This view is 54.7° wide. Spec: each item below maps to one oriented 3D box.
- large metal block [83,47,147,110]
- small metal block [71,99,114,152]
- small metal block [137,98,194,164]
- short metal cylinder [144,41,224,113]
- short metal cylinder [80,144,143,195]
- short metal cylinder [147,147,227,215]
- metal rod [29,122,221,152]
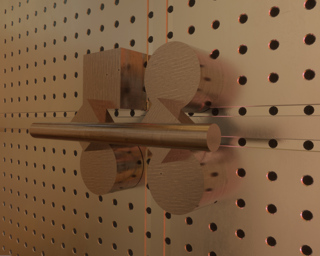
[{"bbox_3d":[-0.066,-0.066,0.447,0.080,0.050,0.079,2,91,40],"label":"large metal block"},{"bbox_3d":[-0.091,-0.004,0.420,0.050,0.025,0.050,-47,62,29],"label":"small metal block"},{"bbox_3d":[0.007,0.003,0.339,0.050,0.025,0.050,48,118,29],"label":"small metal block"},{"bbox_3d":[0.028,-0.058,0.370,0.080,0.050,0.080,0,90,40],"label":"short metal cylinder"},{"bbox_3d":[-0.071,0.053,0.451,0.080,0.050,0.080,0,90,40],"label":"short metal cylinder"},{"bbox_3d":[0.032,0.057,0.367,0.080,0.050,0.080,0,90,40],"label":"short metal cylinder"},{"bbox_3d":[-0.068,0.006,0.367,0.300,0.025,0.025,1,91,40],"label":"metal rod"}]
